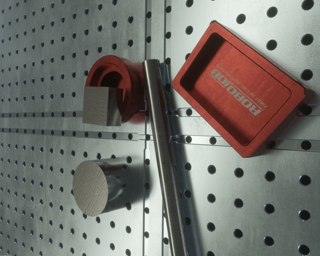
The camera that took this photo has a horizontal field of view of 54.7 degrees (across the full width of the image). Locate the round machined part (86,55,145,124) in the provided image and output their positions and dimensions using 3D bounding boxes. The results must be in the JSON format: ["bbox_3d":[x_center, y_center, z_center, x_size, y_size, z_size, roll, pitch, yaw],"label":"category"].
[{"bbox_3d":[-0.061,-0.053,0.446,0.098,0.042,0.097,0,90,39],"label":"round machined part"}]

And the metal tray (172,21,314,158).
[{"bbox_3d":[0.082,-0.043,0.337,0.130,0.030,0.089,49,119,28],"label":"metal tray"}]

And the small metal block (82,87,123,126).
[{"bbox_3d":[-0.077,-0.029,0.416,0.050,0.025,0.050,7,95,39],"label":"small metal block"}]

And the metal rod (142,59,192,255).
[{"bbox_3d":[0.011,0.058,0.398,0.025,0.025,0.298,-15,81,39],"label":"metal rod"}]

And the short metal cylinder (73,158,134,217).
[{"bbox_3d":[-0.085,0.086,0.461,0.080,0.050,0.079,0,90,39],"label":"short metal cylinder"}]
